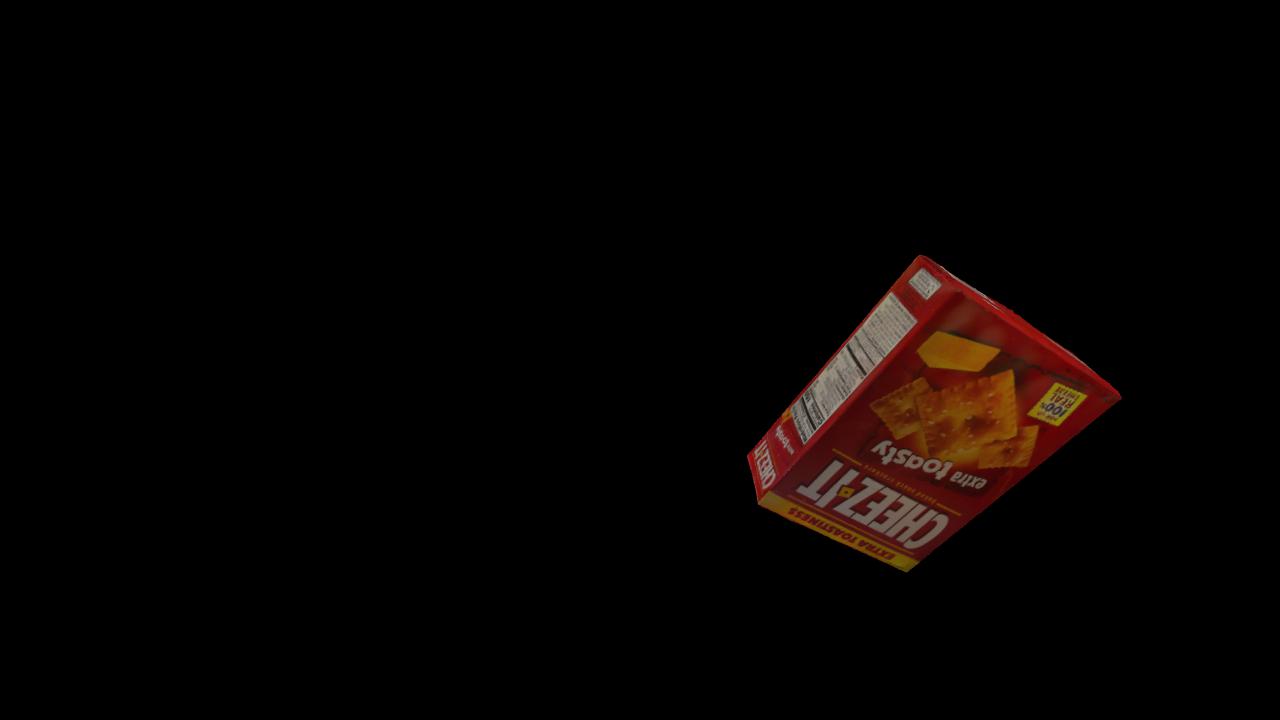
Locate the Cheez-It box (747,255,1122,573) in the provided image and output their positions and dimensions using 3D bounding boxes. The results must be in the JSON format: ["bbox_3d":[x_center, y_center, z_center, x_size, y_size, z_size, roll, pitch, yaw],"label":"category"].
[{"bbox_3d":[0.216,0.054,0.487,0.166,0.223,0.071,28,27,-15],"label":"Cheez-It box"}]
